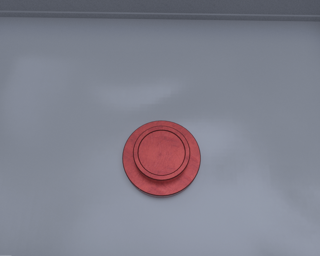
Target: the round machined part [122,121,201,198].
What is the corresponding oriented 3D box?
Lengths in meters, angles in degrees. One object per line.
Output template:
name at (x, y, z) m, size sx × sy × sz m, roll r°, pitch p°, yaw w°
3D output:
round machined part at (0.002, 0.036, 0.388) m, size 0.099 × 0.042 × 0.098 m, roll 0°, pitch 70°, yaw 0°
